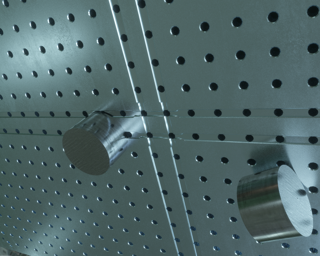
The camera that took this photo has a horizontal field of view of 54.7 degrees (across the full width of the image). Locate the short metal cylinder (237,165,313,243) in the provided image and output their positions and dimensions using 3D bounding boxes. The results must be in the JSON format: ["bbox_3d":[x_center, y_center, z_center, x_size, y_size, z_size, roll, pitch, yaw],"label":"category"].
[{"bbox_3d":[0.134,0.088,0.360,0.050,0.080,0.080,-27,104,37],"label":"short metal cylinder"}]

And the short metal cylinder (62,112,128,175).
[{"bbox_3d":[-0.096,0.023,0.460,0.080,0.050,0.079,13,124,21],"label":"short metal cylinder"}]
